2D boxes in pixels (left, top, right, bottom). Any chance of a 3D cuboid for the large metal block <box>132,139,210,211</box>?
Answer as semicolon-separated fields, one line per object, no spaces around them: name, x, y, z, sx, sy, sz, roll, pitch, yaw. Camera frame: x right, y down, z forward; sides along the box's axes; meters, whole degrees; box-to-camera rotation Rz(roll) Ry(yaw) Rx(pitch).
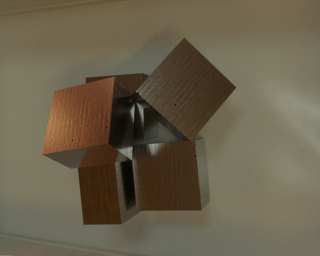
large metal block;0.014;0.057;0.388;0.080;0.050;0.080;-6;88;19

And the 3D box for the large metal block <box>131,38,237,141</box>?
large metal block;0.025;-0.042;0.359;0.080;0.050;0.080;42;82;-9

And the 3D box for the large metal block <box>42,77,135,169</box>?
large metal block;-0.078;-0.004;0.353;0.080;0.050;0.080;-10;61;19

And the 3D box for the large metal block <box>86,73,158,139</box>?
large metal block;-0.050;-0.027;0.412;0.080;0.050;0.079;-1;90;19

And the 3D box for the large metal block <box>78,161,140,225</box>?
large metal block;-0.058;0.073;0.399;0.050;0.080;0.080;-7;88;19
